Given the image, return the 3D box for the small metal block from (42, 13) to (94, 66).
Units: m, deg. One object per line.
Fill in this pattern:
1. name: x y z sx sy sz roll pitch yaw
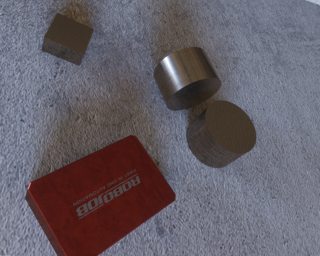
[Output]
1. small metal block: -0.121 -0.117 0.410 0.050 0.025 0.050 21 54 -16

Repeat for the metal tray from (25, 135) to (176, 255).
1. metal tray: -0.058 0.072 0.326 0.131 0.030 0.090 -26 76 -37

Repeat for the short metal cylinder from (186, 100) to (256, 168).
1. short metal cylinder: 0.084 0.009 0.427 0.081 0.050 0.080 14 56 -21

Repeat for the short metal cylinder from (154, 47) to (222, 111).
1. short metal cylinder: 0.037 -0.066 0.429 0.081 0.080 0.050 -10 67 -32
